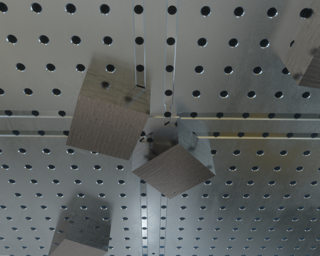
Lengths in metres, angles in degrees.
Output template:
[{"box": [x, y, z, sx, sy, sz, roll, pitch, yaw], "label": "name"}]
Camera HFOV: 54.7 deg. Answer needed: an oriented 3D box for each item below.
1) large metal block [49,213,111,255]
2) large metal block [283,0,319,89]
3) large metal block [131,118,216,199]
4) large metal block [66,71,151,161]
[{"box": [-0.149, 0.212, 0.573, 0.080, 0.050, 0.080, 27, 125, -22], "label": "large metal block"}, {"box": [0.192, -0.086, 0.325, 0.081, 0.050, 0.079, 7, 130, -7], "label": "large metal block"}, {"box": [0.019, 0.045, 0.434, 0.080, 0.050, 0.080, -33, 123, 25], "label": "large metal block"}, {"box": [-0.063, -0.013, 0.383, 0.081, 0.050, 0.079, 16, 128, -14], "label": "large metal block"}]
